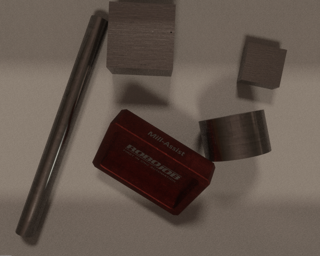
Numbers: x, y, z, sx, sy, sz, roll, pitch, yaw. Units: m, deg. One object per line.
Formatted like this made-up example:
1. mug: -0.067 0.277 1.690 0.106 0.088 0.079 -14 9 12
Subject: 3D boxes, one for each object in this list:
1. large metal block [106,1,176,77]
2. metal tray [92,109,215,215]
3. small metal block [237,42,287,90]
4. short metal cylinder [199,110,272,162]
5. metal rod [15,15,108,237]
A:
1. large metal block: -0.023 -0.112 0.399 0.081 0.050 0.079 2 90 -1
2. metal tray: -0.011 0.046 0.382 0.130 0.030 0.089 32 132 -1
3. small metal block: 0.135 -0.082 0.413 0.050 0.025 0.050 12 90 -1
4. short metal cylinder: 0.092 0.009 0.385 0.080 0.080 0.050 -11 90 0
5. metal rod: -0.128 -0.002 0.409 0.025 0.025 0.298 19 90 -1
